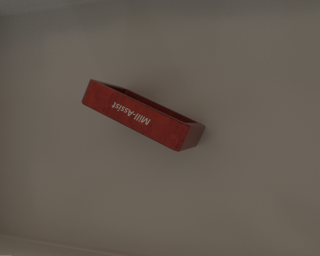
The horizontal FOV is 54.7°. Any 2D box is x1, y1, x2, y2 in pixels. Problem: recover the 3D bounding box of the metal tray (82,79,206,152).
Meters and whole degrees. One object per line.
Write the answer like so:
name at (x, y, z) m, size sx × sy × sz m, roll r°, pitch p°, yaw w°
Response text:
metal tray at (-0.017, -0.016, 0.377) m, size 0.130 × 0.090 × 0.030 m, roll 26°, pitch 99°, yaw 17°
